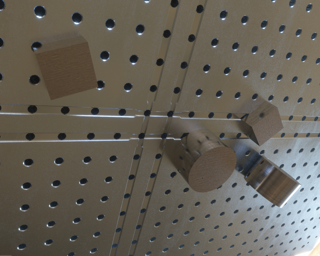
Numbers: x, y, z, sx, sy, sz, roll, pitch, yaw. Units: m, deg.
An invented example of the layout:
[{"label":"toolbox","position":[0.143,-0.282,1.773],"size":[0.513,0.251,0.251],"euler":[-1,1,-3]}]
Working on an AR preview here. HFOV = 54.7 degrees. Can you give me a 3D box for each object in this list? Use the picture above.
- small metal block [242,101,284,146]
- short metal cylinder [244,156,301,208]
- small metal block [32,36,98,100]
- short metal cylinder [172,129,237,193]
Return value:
[{"label":"small metal block","position":[0.166,-0.007,0.498],"size":[0.050,0.025,0.050],"euler":[-37,129,-3]},{"label":"short metal cylinder","position":[0.195,0.092,0.539],"size":[0.080,0.080,0.050],"euler":[28,103,-38]},{"label":"small metal block","position":[-0.096,-0.062,0.320],"size":[0.050,0.025,0.050],"euler":[-19,126,-18]},{"label":"short metal cylinder","position":[0.065,0.048,0.461],"size":[0.081,0.050,0.079],"euler":[-14,124,-21]}]
